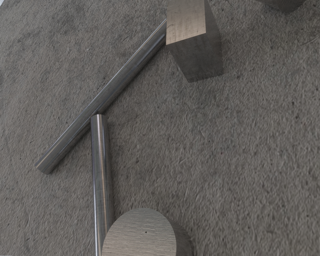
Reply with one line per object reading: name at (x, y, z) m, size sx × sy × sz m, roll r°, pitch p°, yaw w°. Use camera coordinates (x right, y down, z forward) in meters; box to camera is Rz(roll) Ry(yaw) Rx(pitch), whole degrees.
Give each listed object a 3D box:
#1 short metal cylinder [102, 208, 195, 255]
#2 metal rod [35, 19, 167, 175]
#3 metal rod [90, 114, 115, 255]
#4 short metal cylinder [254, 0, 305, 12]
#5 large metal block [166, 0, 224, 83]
short metal cylinder at (-0.011, 0.128, 0.315) m, size 0.080 × 0.050 × 0.080 m, roll -13°, pitch 56°, yaw 21°
metal rod at (-0.079, -0.052, 0.477) m, size 0.025 × 0.025 × 0.300 m, roll 34°, pitch 81°, yaw 38°
metal rod at (-0.067, 0.108, 0.372) m, size 0.025 × 0.025 × 0.299 m, roll -22°, pitch 54°, yaw 15°
short metal cylinder at (0.162, -0.200, 0.406) m, size 0.080 × 0.080 × 0.050 m, roll -43°, pitch 51°, yaw -2°
large metal block at (0.048, -0.121, 0.417) m, size 0.050 × 0.080 × 0.080 m, roll -11°, pitch 57°, yaw 22°
